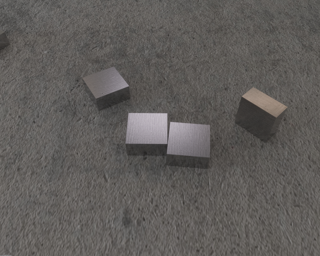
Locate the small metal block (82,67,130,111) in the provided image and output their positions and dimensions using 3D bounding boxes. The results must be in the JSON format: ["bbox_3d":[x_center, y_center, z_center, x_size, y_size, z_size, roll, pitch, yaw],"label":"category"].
[{"bbox_3d":[-0.078,-0.058,0.451,0.050,0.025,0.050,-24,54,-19],"label":"small metal block"}]

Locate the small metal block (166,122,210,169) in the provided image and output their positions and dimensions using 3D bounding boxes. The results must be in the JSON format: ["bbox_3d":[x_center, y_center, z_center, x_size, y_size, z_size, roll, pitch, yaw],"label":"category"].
[{"bbox_3d":[0.036,0.021,0.385,0.050,0.025,0.050,5,50,4],"label":"small metal block"}]

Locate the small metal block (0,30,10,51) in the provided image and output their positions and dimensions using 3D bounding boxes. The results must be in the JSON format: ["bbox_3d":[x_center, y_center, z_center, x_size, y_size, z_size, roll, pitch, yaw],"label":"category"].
[{"bbox_3d":[-0.296,-0.148,0.525,0.050,0.025,0.050,26,55,20],"label":"small metal block"}]

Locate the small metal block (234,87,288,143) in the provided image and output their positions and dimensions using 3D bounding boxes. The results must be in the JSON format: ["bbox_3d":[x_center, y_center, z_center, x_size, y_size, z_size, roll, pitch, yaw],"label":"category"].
[{"bbox_3d":[0.129,-0.017,0.402,0.025,0.050,0.050,-37,59,-27],"label":"small metal block"}]

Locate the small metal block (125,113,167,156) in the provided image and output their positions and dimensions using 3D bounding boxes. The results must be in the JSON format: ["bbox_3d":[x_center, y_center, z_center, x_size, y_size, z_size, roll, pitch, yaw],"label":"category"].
[{"bbox_3d":[-0.016,0.008,0.396,0.050,0.025,0.050,1,50,0],"label":"small metal block"}]
